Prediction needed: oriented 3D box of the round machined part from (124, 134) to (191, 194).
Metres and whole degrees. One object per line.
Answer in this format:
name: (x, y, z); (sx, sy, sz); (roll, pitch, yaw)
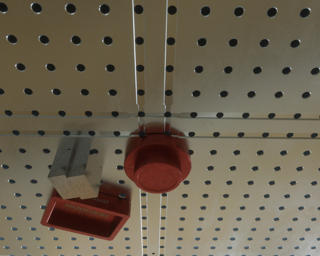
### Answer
round machined part: (-0.003, 0.058, 0.450); (0.099, 0.042, 0.097); (-1, 130, 0)

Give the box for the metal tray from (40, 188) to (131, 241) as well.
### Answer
metal tray: (-0.126, 0.146, 0.530); (0.131, 0.030, 0.089); (20, 127, -17)

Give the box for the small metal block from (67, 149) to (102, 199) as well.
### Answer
small metal block: (-0.108, 0.067, 0.451); (0.025, 0.050, 0.050); (-11, 130, 8)

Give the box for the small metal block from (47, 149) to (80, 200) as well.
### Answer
small metal block: (-0.134, 0.067, 0.451); (0.025, 0.050, 0.050); (-11, 130, 9)
